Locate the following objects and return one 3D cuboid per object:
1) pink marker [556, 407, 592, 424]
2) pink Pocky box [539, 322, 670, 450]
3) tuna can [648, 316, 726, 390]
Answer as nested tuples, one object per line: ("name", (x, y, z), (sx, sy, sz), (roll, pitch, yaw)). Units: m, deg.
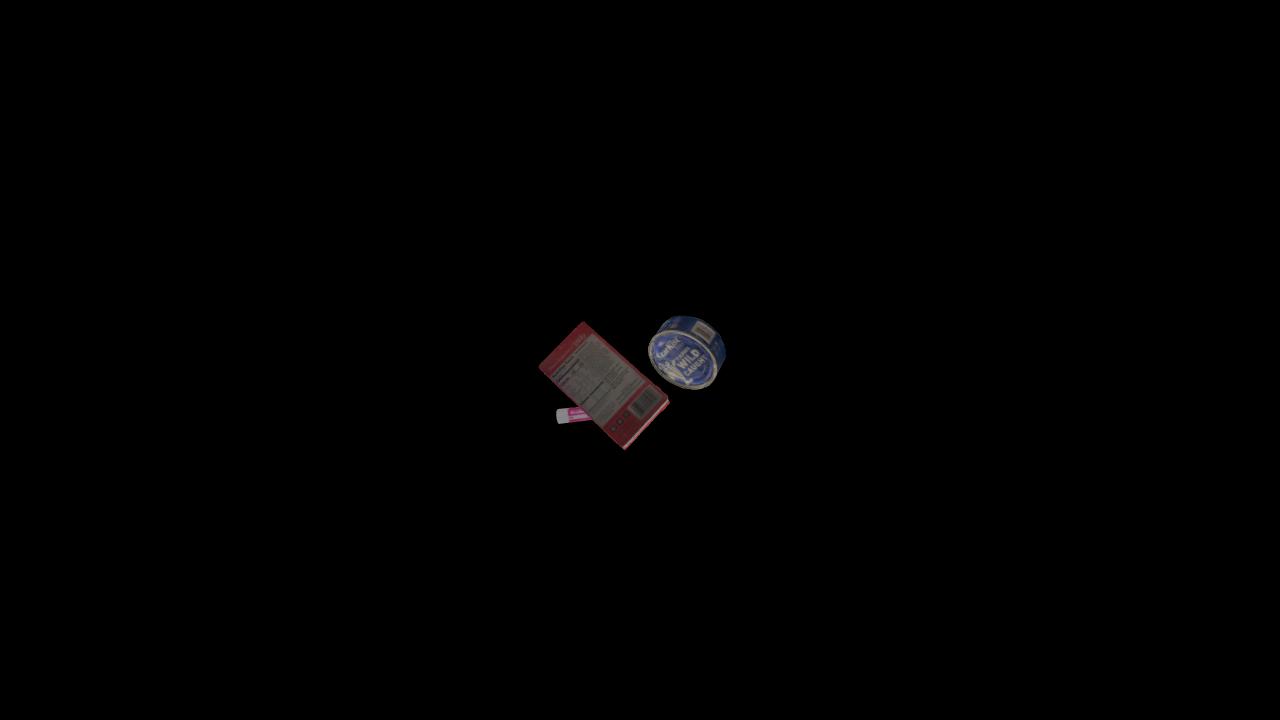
("pink marker", (-0.043, 0.063, 0.763), (0.121, 0.020, 0.020), (-7, -1, 7))
("pink Pocky box", (-0.046, 0.030, 0.770), (0.155, 0.084, 0.029), (41, -7, 18))
("tuna can", (0.053, -0.009, 0.695), (0.084, 0.084, 0.034), (0, 39, 34))
